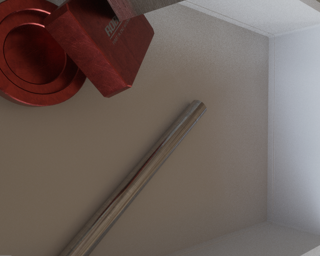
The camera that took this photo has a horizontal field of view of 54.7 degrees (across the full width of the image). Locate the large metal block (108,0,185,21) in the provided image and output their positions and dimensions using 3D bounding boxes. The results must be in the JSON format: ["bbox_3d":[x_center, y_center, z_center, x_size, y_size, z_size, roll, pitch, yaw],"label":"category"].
[{"bbox_3d":[-0.016,-0.151,0.277,0.080,0.080,0.050,47,29,-72],"label":"large metal block"}]

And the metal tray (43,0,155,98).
[{"bbox_3d":[-0.053,-0.104,0.322,0.090,0.030,0.130,52,32,-29],"label":"metal tray"}]

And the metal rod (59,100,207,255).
[{"bbox_3d":[-0.029,0.066,0.383,0.301,0.025,0.025,-48,119,-29],"label":"metal rod"}]

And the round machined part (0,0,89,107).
[{"bbox_3d":[-0.121,-0.068,0.295,0.099,0.042,0.097,0,90,-40],"label":"round machined part"}]
